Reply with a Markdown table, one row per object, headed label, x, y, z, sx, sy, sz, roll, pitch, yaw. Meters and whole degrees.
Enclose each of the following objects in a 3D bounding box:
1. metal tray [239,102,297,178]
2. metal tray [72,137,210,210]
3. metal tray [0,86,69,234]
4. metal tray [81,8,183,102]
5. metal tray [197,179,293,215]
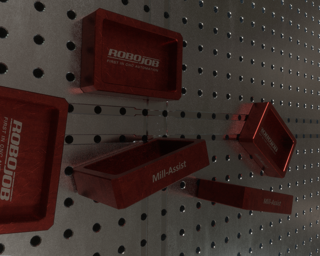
| label | x | y | z | sx | sy | sz | roll | pitch | yaw |
| --- | --- | --- | --- | --- | --- | --- | --- | --- | --- |
| metal tray | 0.206 | 0.024 | 0.581 | 0.130 | 0.030 | 0.090 | 44 | 63 | -31 |
| metal tray | -0.019 | 0.044 | 0.352 | 0.131 | 0.090 | 0.030 | -19 | 103 | -39 |
| metal tray | -0.141 | 0.029 | 0.288 | 0.091 | 0.030 | 0.129 | 10 | 84 | -40 |
| metal tray | -0.029 | -0.083 | 0.382 | 0.131 | 0.030 | 0.089 | 2 | 89 | -40 |
| metal tray | 0.134 | 0.107 | 0.481 | 0.131 | 0.090 | 0.030 | 17 | 79 | -39 |
